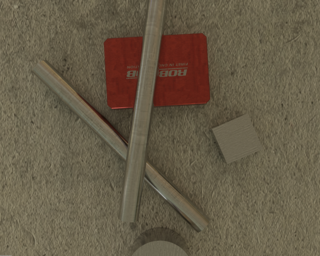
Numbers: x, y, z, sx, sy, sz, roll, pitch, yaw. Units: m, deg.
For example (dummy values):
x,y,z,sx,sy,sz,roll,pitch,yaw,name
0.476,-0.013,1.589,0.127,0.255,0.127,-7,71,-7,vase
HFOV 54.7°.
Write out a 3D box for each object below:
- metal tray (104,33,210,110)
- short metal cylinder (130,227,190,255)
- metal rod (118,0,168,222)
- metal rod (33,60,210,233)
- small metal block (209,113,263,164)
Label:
x,y,z,sx,sy,sz,roll,pitch,yaw,name
-0.004,-0.073,0.407,0.131,0.030,0.089,-3,90,0,metal tray
0.000,0.175,0.398,0.081,0.050,0.079,0,90,0,short metal cylinder
-0.019,-0.036,0.379,0.025,0.025,0.298,8,90,0,metal rod
-0.050,0.024,0.409,0.300,0.025,0.025,44,90,0,metal rod
0.100,0.014,0.411,0.050,0.025,0.050,-23,90,0,small metal block
